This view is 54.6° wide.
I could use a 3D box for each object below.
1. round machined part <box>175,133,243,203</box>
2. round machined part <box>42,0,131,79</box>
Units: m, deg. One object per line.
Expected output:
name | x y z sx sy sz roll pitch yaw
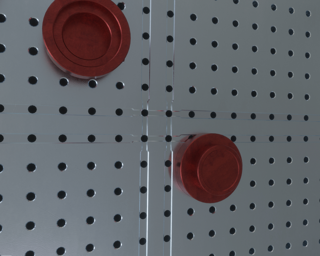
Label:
round machined part | 0.074 0.056 0.431 0.099 0.042 0.097 0 90 -20
round machined part | -0.088 -0.107 0.371 0.099 0.042 0.097 0 90 -20
